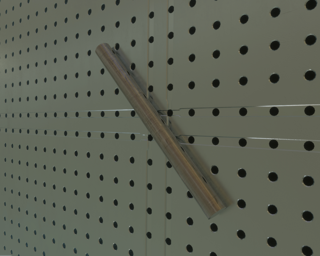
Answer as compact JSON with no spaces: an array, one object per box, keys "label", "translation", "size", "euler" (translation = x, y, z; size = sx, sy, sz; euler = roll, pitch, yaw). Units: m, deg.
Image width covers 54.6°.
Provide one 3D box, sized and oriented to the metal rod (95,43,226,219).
[{"label":"metal rod","translation":[-0.012,-0.012,0.421],"size":[0.025,0.025,0.299],"euler":[-50,61,28]}]
